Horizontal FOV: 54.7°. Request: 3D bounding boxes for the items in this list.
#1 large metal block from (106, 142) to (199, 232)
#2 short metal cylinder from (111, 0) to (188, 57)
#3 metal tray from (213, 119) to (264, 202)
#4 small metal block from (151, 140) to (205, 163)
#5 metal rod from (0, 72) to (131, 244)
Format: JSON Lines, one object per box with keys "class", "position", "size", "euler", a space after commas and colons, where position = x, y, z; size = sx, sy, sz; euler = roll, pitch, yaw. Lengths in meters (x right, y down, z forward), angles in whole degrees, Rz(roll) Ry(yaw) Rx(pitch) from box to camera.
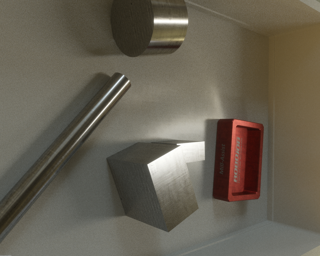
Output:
{"class": "large metal block", "position": [-0.010, 0.065, 0.365], "size": [0.050, 0.080, 0.080], "euler": [-27, 107, -37]}
{"class": "short metal cylinder", "position": [-0.014, -0.124, 0.361], "size": [0.050, 0.080, 0.079], "euler": [-15, 100, -39]}
{"class": "metal tray", "position": [0.133, 0.053, 0.517], "size": [0.091, 0.030, 0.129], "euler": [7, 85, -40]}
{"class": "small metal block", "position": [0.024, 0.031, 0.413], "size": [0.050, 0.050, 0.025], "euler": [-3, 92, -40]}
{"class": "metal rod", "position": [-0.123, 0.053, 0.304], "size": [0.025, 0.025, 0.301], "euler": [51, 60, -29]}
